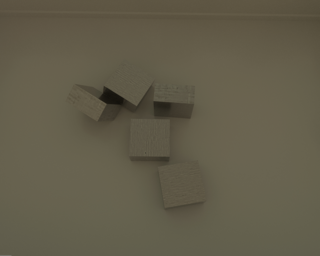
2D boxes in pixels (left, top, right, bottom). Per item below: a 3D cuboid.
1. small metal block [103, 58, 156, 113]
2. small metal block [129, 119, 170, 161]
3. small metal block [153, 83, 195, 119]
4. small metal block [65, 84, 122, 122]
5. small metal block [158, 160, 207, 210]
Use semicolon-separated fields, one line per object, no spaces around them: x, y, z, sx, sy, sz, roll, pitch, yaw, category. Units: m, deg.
-0.042;-0.058;0.423;0.050;0.025;0.050;32;68;-2;small metal block
-0.013;0.016;0.404;0.050;0.025;0.050;1;70;0;small metal block
0.018;-0.035;0.409;0.050;0.050;0.025;4;70;1;small metal block
-0.085;-0.032;0.404;0.050;0.050;0.025;32;100;11;small metal block
0.026;0.071;0.384;0.050;0.025;0.050;-9;70;-3;small metal block
